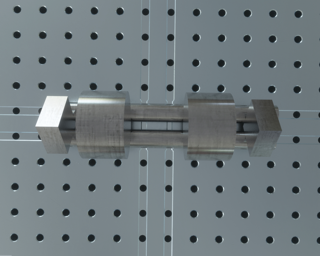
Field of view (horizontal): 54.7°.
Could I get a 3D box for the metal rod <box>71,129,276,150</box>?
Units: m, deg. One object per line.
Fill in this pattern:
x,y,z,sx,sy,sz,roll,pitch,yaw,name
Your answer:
0.001,0.015,0.413,0.302,0.025,0.025,1,90,0,metal rod

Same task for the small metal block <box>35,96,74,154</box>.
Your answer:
-0.125,-0.004,0.377,0.025,0.050,0.050,1,48,0,small metal block

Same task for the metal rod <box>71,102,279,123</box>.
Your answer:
0.004,-0.020,0.413,0.302,0.025,0.025,1,90,0,metal rod

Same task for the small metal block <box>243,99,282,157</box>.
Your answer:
0.123,0.000,0.379,0.025,0.050,0.050,1,49,0,small metal block

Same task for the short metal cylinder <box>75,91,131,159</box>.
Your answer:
-0.063,-0.004,0.363,0.050,0.080,0.079,1,90,0,short metal cylinder

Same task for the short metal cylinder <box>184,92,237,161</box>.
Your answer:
0.055,-0.002,0.364,0.050,0.080,0.079,1,90,0,short metal cylinder
